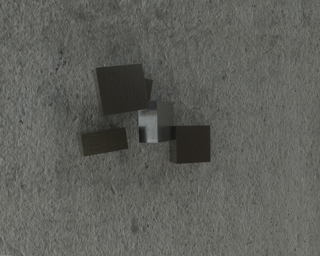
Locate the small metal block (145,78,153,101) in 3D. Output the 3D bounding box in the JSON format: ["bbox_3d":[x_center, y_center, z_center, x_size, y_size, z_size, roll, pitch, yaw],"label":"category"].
[{"bbox_3d":[-0.042,-0.048,0.380,0.050,0.050,0.025,10,86,-19],"label":"small metal block"}]

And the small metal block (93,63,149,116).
[{"bbox_3d":[-0.043,-0.041,0.340,0.050,0.025,0.050,-10,92,-19],"label":"small metal block"}]

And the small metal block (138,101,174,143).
[{"bbox_3d":[-0.004,-0.008,0.393,0.050,0.025,0.050,-4,93,-65],"label":"small metal block"}]

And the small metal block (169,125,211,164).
[{"bbox_3d":[0.041,0.022,0.424,0.050,0.025,0.050,-1,91,-20],"label":"small metal block"}]

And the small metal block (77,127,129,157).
[{"bbox_3d":[-0.070,0.015,0.370,0.050,0.050,0.025,-9,94,-20],"label":"small metal block"}]
